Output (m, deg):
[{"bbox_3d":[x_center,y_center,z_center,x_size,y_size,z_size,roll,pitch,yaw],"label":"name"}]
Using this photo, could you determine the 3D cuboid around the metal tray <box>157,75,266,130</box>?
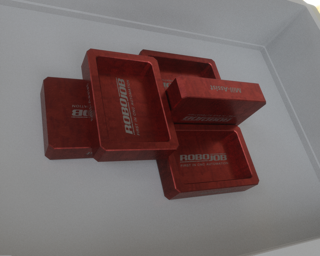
[{"bbox_3d":[0.062,-0.026,0.412,0.131,0.090,0.030,1,62,-28],"label":"metal tray"}]

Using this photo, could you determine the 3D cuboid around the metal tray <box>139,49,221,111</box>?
[{"bbox_3d":[0.033,-0.065,0.460,0.131,0.030,0.090,1,61,-28],"label":"metal tray"}]

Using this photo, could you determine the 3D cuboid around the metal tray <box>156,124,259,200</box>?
[{"bbox_3d":[0.061,0.041,0.409,0.131,0.030,0.090,1,62,-28],"label":"metal tray"}]

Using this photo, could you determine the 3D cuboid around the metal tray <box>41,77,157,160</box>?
[{"bbox_3d":[-0.069,-0.012,0.369,0.131,0.030,0.090,0,62,-29],"label":"metal tray"}]

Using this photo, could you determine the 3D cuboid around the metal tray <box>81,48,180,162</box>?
[{"bbox_3d":[-0.037,-0.028,0.359,0.091,0.030,0.130,1,61,-28],"label":"metal tray"}]
